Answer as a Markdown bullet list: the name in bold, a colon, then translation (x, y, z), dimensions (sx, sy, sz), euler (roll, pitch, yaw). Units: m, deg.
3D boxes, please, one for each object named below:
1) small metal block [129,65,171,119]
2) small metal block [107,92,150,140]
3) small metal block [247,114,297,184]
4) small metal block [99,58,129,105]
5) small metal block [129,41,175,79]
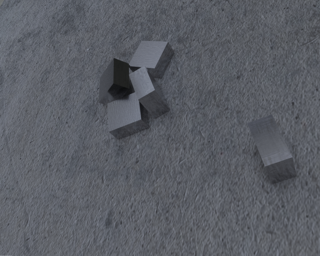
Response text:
- **small metal block**: translation (-0.014, -0.049, 0.425), dimensions (0.025, 0.050, 0.050), euler (-29, 52, 10)
- **small metal block**: translation (-0.045, -0.018, 0.438), dimensions (0.050, 0.025, 0.050), euler (-20, 54, 16)
- **small metal block**: translation (0.114, 0.022, 0.314), dimensions (0.025, 0.050, 0.050), euler (-22, 54, 15)
- **small metal block**: translation (-0.070, -0.068, 0.467), dimensions (0.050, 0.025, 0.050), euler (-42, 42, 43)
- **small metal block**: translation (-0.013, -0.106, 0.476), dimensions (0.050, 0.025, 0.050), euler (12, 68, 33)
